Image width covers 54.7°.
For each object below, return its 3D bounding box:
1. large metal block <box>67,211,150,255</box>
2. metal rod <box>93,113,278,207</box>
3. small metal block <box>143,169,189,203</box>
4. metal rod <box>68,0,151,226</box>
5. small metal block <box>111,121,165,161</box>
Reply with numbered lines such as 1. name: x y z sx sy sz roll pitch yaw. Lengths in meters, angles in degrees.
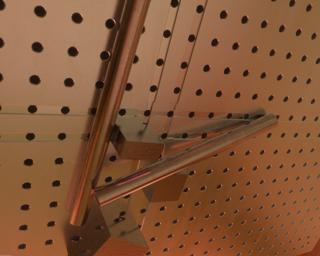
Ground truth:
1. large metal block: -0.077 0.181 0.465 0.080 0.050 0.080 -49 129 6
2. metal rod: 0.051 0.038 0.447 0.302 0.025 0.025 -21 127 -22
3. small metal block: 0.009 0.083 0.467 0.050 0.025 0.050 4 117 -30
4. metal rod: -0.067 -0.004 0.371 0.025 0.025 0.298 6 116 -31
5. small metal block: -0.030 0.016 0.388 0.050 0.050 0.025 6 115 -31
